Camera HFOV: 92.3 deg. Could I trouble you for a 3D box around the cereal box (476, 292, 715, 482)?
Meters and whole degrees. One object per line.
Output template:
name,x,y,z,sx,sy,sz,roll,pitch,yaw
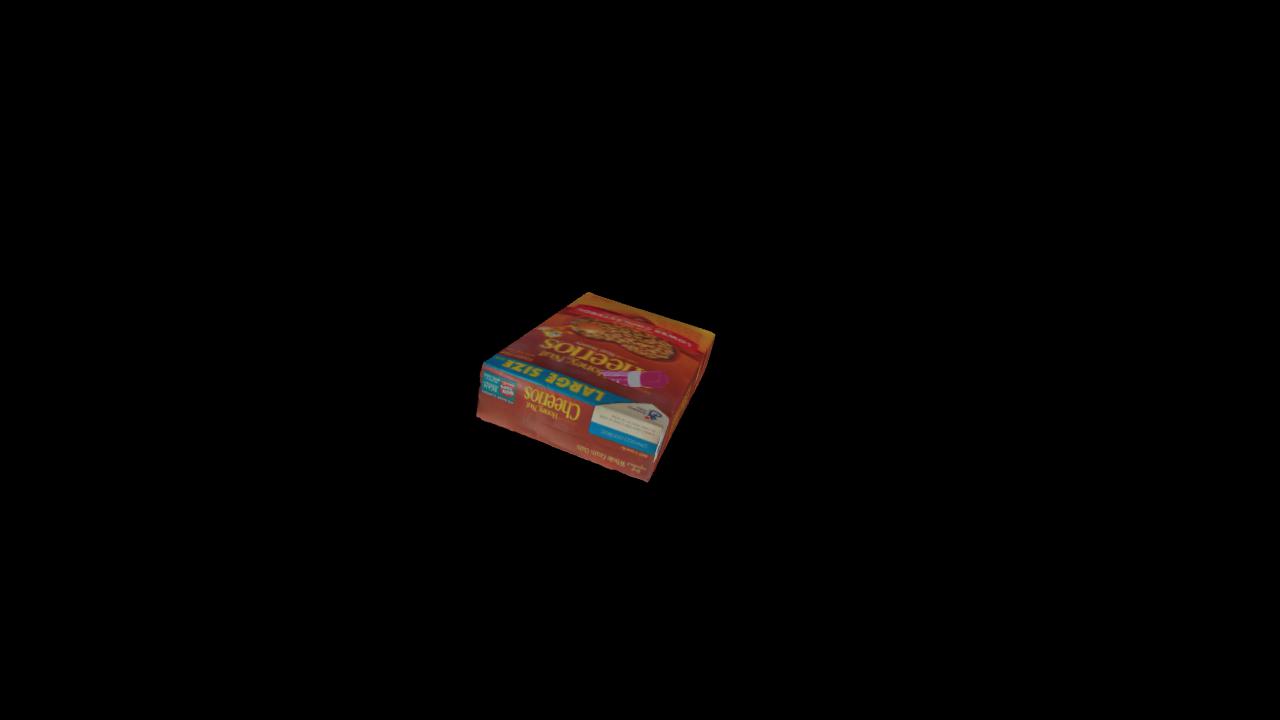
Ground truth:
cereal box,-0.035,0.013,0.758,0.203,0.081,0.306,19,24,10

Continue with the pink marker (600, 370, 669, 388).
pink marker,-0.026,0.020,0.658,0.121,0.020,0.020,0,0,24
